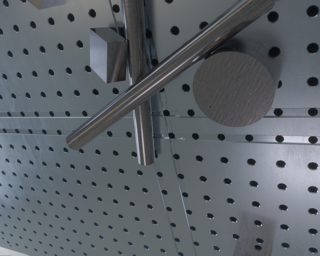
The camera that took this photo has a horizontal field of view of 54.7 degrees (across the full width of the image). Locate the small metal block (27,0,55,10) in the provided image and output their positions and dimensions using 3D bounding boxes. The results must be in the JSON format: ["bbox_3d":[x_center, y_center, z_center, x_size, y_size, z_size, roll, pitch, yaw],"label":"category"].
[{"bbox_3d":[-0.152,-0.183,0.378,0.050,0.025,0.050,40,129,1],"label":"small metal block"}]

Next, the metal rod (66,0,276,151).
[{"bbox_3d":[-0.010,-0.051,0.357,0.299,0.025,0.025,-33,100,29],"label":"metal rod"}]

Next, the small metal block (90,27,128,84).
[{"bbox_3d":[-0.063,-0.089,0.375,0.050,0.025,0.050,45,139,41],"label":"small metal block"}]

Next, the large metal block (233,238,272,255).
[{"bbox_3d":[0.124,0.224,0.449,0.050,0.080,0.079,13,124,21],"label":"large metal block"}]

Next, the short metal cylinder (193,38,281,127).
[{"bbox_3d":[0.080,-0.048,0.323,0.080,0.050,0.079,13,124,21],"label":"short metal cylinder"}]

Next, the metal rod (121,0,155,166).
[{"bbox_3d":[-0.027,-0.081,0.375,0.025,0.025,0.298,11,123,22],"label":"metal rod"}]
